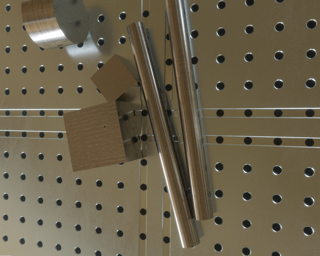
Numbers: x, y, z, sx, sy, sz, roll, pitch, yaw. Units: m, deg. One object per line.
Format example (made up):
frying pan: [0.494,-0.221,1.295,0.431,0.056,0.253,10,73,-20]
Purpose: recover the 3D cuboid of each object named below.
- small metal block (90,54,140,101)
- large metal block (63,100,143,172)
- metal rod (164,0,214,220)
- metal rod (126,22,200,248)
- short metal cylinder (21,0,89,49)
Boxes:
small metal block: [-0.060,-0.066,0.433,0.050,0.025,0.050,-41,78,15]
large metal block: [-0.078,0.012,0.426,0.080,0.050,0.080,-12,86,19]
metal rod: [0.036,-0.034,0.399,0.025,0.025,0.298,-8,87,19]
metal rod: [0.003,0.005,0.410,0.025,0.025,0.298,-16,85,19]
short metal cylinder: [-0.144,-0.154,0.432,0.050,0.080,0.079,-4,89,20]
